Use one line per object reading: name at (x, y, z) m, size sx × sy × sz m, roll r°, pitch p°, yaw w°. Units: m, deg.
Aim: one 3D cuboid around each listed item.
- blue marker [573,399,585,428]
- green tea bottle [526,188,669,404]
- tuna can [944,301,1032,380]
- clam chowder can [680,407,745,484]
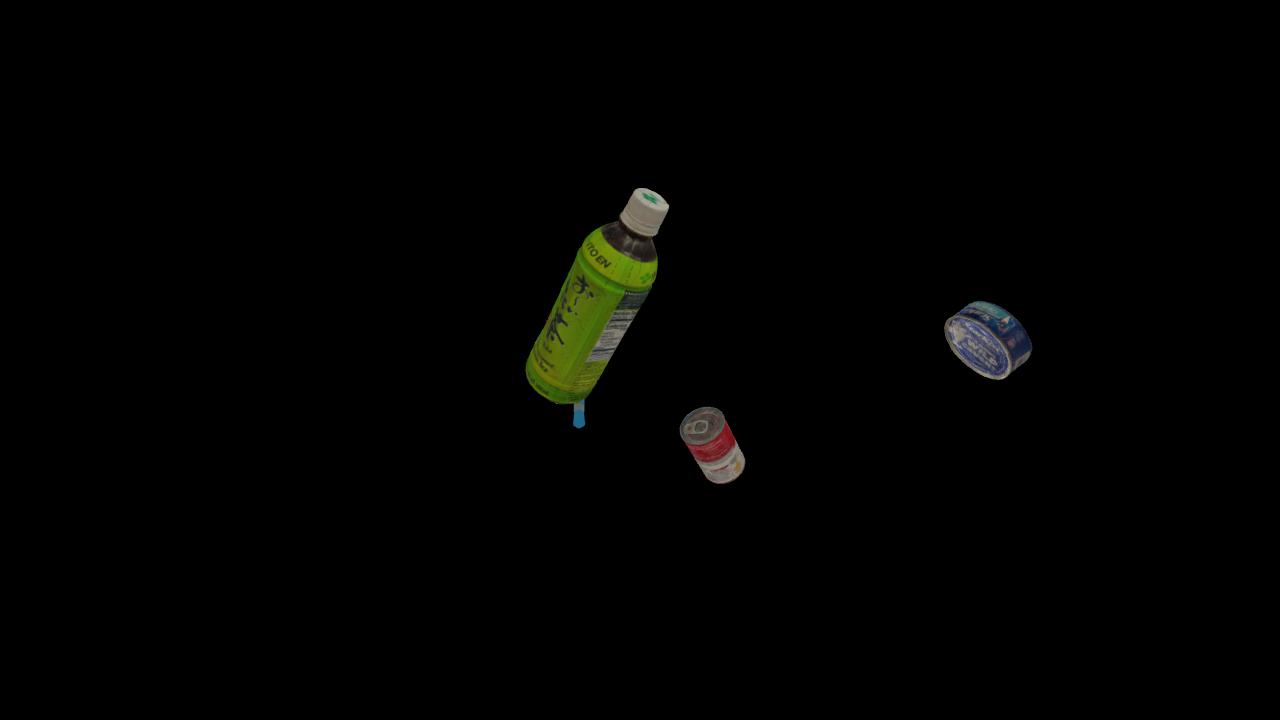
blue marker at (-0.099, 0.063, 1.000) m, size 0.020 × 0.020 × 0.121 m, roll 0°, pitch 43°, yaw -6°
green tea bottle at (-0.035, -0.052, 0.533) m, size 0.073 × 0.073 × 0.212 m, roll 0°, pitch -42°, yaw -38°
tuna can at (0.375, -0.022, 0.663) m, size 0.034 × 0.084 × 0.084 m, roll -36°, pitch 4°, yaw -5°
clam chowder can at (0.107, 0.125, 0.893) m, size 0.068 × 0.068 × 0.102 m, roll 0°, pitch -43°, yaw 34°
